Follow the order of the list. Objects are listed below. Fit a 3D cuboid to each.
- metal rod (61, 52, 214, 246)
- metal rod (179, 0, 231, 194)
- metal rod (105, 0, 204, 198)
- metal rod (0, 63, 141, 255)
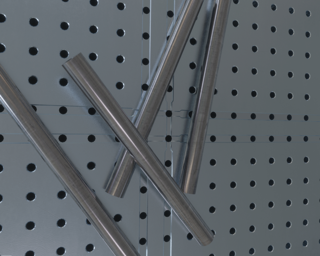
[{"bbox_3d":[-0.015,0.041,0.382,0.025,0.025,0.300,-41,112,-15],"label":"metal rod"},{"bbox_3d":[0.065,-0.058,0.436,0.025,0.025,0.299,13,86,-20],"label":"metal rod"},{"bbox_3d":[-0.002,-0.054,0.411,0.025,0.025,0.299,25,82,-18],"label":"metal rod"},{"bbox_3d":[-0.113,0.051,0.370,0.025,0.025,0.299,-36,102,-16],"label":"metal rod"}]
